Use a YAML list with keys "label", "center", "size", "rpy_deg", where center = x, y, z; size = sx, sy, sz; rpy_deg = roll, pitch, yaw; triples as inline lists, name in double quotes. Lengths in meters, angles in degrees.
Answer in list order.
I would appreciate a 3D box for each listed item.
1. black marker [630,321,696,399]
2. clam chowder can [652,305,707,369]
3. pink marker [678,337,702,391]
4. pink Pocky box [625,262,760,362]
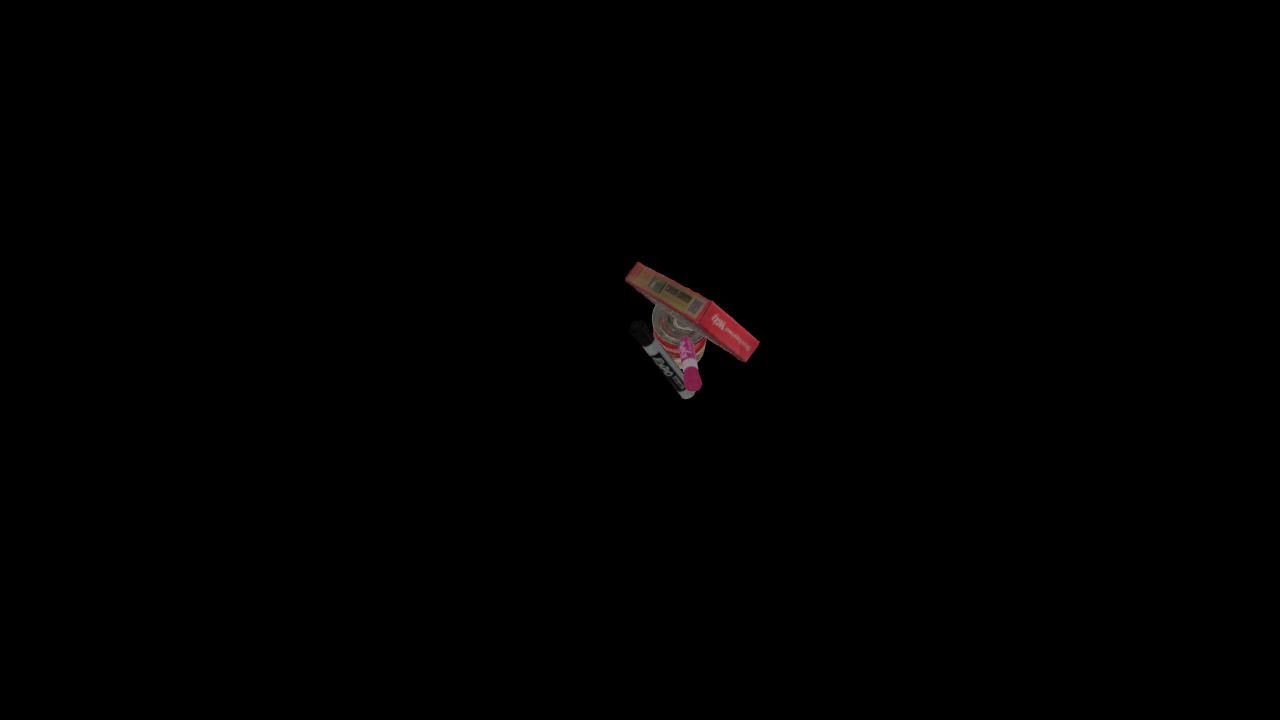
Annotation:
- label: "black marker"
  center: [0.025, 0.000, 0.664]
  size: [0.020, 0.020, 0.121]
  rpy_deg: [0, -38, 40]
- label: "clam chowder can"
  center: [0.049, -0.033, 0.745]
  size: [0.068, 0.068, 0.102]
  rpy_deg: [0, -17, 2]
- label: "pink marker"
  center: [0.053, -0.005, 0.681]
  size: [0.020, 0.020, 0.121]
  rpy_deg: [0, 35, -3]
- label: "pink Pocky box"
  center: [0.052, -0.054, 0.656]
  size: [0.084, 0.029, 0.155]
  rpy_deg: [34, 3, -36]
